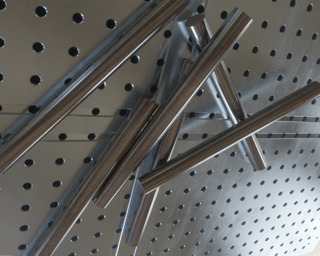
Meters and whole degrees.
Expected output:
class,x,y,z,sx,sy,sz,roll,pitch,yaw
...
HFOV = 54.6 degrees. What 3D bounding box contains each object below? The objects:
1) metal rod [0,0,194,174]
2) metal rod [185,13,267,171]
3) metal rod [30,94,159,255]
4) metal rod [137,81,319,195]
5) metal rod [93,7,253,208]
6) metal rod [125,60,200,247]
class,x,y,z,sx,sy,sz,roll,pitch,yaw
metal rod,-0.068,-0.060,0.336,0.300,0.025,0.025,-42,129,1
metal rod,0.108,-0.030,0.450,0.025,0.025,0.300,-38,129,-3
metal rod,-0.098,0.084,0.409,0.025,0.025,0.299,28,103,-38
metal rod,0.107,0.009,0.440,0.301,0.025,0.025,-28,128,-11
metal rod,0.005,-0.011,0.383,0.025,0.025,0.299,24,112,-37
metal rod,-0.001,0.051,0.440,0.025,0.025,0.298,4,116,-30
